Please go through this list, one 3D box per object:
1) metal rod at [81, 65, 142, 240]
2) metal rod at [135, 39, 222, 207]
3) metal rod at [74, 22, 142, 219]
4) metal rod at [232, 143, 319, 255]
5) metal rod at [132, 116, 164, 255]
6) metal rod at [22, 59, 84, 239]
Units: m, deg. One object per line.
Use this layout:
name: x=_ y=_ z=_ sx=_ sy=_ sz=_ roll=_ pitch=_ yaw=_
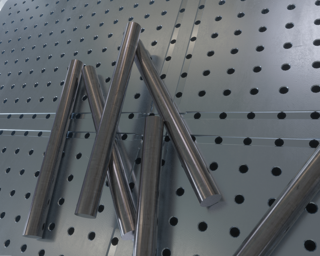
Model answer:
metal rod: x=-0.077 y=0.012 z=0.442 sx=0.025 sy=0.025 sz=0.300 roll=-30 pitch=52 yaw=9
metal rod: x=0.007 y=-0.030 z=0.424 sx=0.025 sy=0.025 sz=0.300 roll=-31 pitch=52 yaw=9
metal rod: x=-0.064 y=-0.029 z=0.427 sx=0.025 sy=0.025 sz=0.300 roll=-5 pitch=59 yaw=26
metal rod: x=0.156 y=0.037 z=0.303 sx=0.300 sy=0.025 sz=0.025 roll=-49 pitch=51 yaw=-7
metal rod: x=-0.016 y=0.124 z=0.330 sx=0.025 sy=0.025 sz=0.299 roll=-9 pitch=61 yaw=24
metal rod: x=-0.159 y=0.014 z=0.484 sx=0.025 sy=0.025 sz=0.300 roll=-10 pitch=57 yaw=23
